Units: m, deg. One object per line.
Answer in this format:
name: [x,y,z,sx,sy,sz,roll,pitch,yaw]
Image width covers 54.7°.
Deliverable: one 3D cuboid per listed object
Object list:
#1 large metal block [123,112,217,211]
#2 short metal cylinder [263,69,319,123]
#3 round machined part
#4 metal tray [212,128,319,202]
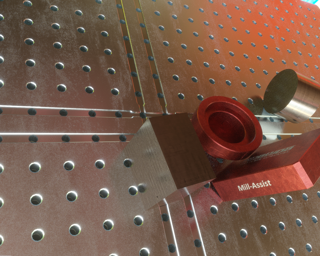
large metal block: [0.007,0.039,0.352,0.050,0.080,0.080,-9,67,-32]
short metal cylinder: [0.222,-0.053,0.525,0.050,0.080,0.080,20,54,-17]
round machined part: [0.090,0.005,0.435,0.099,0.042,0.098,12,49,-14]
metal tray: [0.138,0.048,0.384,0.091,0.130,0.030,-32,92,-38]
